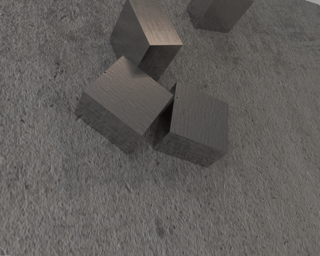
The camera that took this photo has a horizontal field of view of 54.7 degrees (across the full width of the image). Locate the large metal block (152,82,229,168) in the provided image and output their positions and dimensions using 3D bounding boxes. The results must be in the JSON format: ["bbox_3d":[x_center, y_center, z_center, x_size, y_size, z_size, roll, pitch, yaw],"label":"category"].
[{"bbox_3d":[0.042,-0.003,0.412,0.080,0.050,0.080,21,54,-16],"label":"large metal block"}]

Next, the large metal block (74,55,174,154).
[{"bbox_3d":[-0.043,-0.029,0.382,0.080,0.050,0.080,38,51,-3],"label":"large metal block"}]

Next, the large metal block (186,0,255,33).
[{"bbox_3d":[0.107,-0.224,0.562,0.081,0.080,0.050,-3,63,-30],"label":"large metal block"}]

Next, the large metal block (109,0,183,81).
[{"bbox_3d":[-0.023,-0.119,0.429,0.050,0.080,0.080,-11,67,-33],"label":"large metal block"}]
